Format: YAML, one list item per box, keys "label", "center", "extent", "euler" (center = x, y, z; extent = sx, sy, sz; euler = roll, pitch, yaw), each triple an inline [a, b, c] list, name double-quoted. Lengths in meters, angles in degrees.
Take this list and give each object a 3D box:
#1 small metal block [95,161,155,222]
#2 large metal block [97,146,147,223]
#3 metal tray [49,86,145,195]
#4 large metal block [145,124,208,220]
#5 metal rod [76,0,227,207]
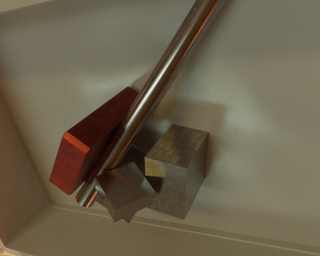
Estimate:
- label: "small metal block"
  center: [-0.041, 0.073, 0.360]
  extent: [0.050, 0.050, 0.025]
  euler: [49, 146, 34]
- label: "large metal block"
  center: [-0.050, 0.073, 0.443]
  extent: [0.080, 0.080, 0.050]
  euler: [32, 128, 7]
- label: "metal tray"
  center: [-0.073, 0.012, 0.383]
  extent: [0.030, 0.131, 0.089]
  euler: [36, 130, 5]
- label: "large metal block"
  center: [0.023, 0.053, 0.392]
  extent: [0.050, 0.080, 0.079]
  euler: [13, 124, 21]
- label: "metal rod"
  center: [-0.019, -0.022, 0.343]
  extent: [0.025, 0.025, 0.298]
  euler: [36, 112, 4]
